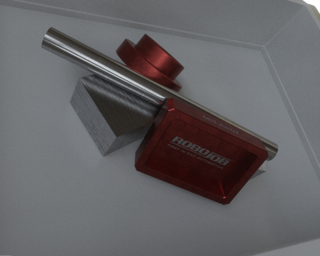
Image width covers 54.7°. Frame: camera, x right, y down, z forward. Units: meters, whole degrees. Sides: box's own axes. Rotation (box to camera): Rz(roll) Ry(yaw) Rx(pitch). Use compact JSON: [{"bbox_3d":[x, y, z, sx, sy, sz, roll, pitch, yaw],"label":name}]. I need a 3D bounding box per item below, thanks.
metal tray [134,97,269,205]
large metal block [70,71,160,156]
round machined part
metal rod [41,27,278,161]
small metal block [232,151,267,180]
[{"bbox_3d":[0.047,0.031,0.366,0.131,0.089,0.030,24,25,-15],"label":"metal tray"},{"bbox_3d":[-0.049,-0.024,0.377,0.081,0.050,0.080,-25,76,-37],"label":"large metal block"},{"bbox_3d":[-0.007,-0.086,0.410,0.098,0.042,0.098,39,13,-10],"label":"round machined part"},{"bbox_3d":[0.011,-0.033,0.365,0.301,0.025,0.025,26,53,-13],"label":"metal rod"},{"bbox_3d":[0.115,0.043,0.425,0.025,0.050,0.050,14,56,-21],"label":"small metal block"}]
